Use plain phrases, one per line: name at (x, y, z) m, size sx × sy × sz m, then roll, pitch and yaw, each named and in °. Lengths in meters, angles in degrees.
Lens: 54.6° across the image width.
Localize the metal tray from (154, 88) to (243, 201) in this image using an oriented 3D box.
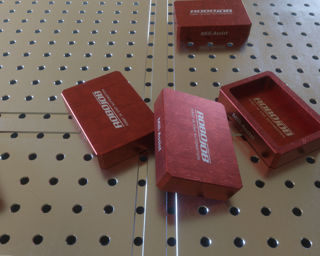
metal tray at (0.041, 0.016, 0.370) m, size 0.091 × 0.030 × 0.130 m, roll 13°, pitch 48°, yaw -18°

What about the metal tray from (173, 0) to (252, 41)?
metal tray at (0.093, -0.201, 0.574) m, size 0.131 × 0.030 × 0.090 m, roll -2°, pitch 50°, yaw -2°

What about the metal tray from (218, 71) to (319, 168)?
metal tray at (0.150, -0.018, 0.419) m, size 0.091 × 0.030 × 0.130 m, roll -20°, pitch 53°, yaw -16°

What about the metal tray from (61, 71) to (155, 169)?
metal tray at (-0.066, -0.017, 0.419) m, size 0.091 × 0.030 × 0.130 m, roll -25°, pitch 54°, yaw -20°
